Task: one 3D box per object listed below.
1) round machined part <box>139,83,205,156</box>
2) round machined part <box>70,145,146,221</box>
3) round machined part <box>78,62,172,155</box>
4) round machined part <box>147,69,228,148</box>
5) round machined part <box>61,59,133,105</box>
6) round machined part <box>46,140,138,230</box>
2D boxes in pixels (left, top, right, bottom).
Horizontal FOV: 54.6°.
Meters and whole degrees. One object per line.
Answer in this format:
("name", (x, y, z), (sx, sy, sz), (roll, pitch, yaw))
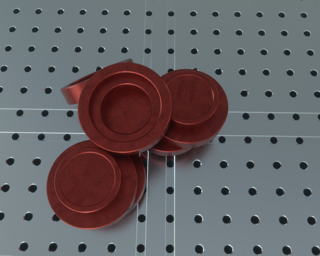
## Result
("round machined part", (0.010, -0.017, 0.387), (0.099, 0.042, 0.098), (0, 70, 0))
("round machined part", (-0.066, 0.057, 0.359), (0.099, 0.042, 0.098), (0, 70, 0))
("round machined part", (-0.036, -0.019, 0.341), (0.098, 0.042, 0.098), (-1, 78, 3))
("round machined part", (0.032, -0.029, 0.368), (0.099, 0.042, 0.098), (0, 69, 0))
("round machined part", (-0.073, -0.051, 0.401), (0.098, 0.098, 0.042), (-26, 107, -9))
("round machined part", (-0.074, 0.059, 0.336), (0.099, 0.042, 0.098), (0, 70, 0))
